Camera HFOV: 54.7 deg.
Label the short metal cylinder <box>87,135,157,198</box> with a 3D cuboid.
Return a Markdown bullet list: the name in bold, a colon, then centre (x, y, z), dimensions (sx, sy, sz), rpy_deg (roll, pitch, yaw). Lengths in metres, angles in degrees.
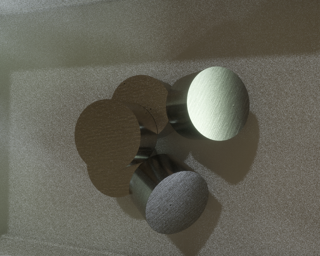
- **short metal cylinder**: centre (-0.048, 0.047, 0.412), dimensions (0.080, 0.050, 0.079), rpy_deg (0, 90, 19)

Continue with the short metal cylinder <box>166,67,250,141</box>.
- **short metal cylinder**: centre (0.054, -0.026, 0.354), dimensions (0.081, 0.050, 0.079), rpy_deg (1, 89, -25)

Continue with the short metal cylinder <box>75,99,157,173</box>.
- **short metal cylinder**: centre (-0.049, 0.008, 0.357), dimensions (0.080, 0.050, 0.079), rpy_deg (0, 90, 19)

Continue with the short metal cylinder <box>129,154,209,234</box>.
- **short metal cylinder**: centre (0.010, 0.077, 0.368), dimensions (0.050, 0.081, 0.080), rpy_deg (35, 105, 58)

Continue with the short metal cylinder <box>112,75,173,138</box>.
- **short metal cylinder**: centre (-0.016, -0.025, 0.400), dimensions (0.080, 0.050, 0.079), rpy_deg (0, 90, 19)
